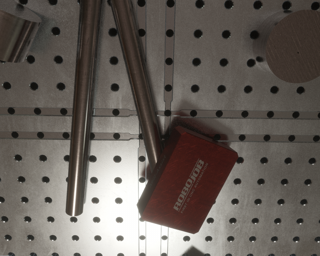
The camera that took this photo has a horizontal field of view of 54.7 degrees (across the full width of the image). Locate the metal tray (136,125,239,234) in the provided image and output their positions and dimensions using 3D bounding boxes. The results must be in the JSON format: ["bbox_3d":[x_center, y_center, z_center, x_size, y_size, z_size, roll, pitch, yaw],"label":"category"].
[{"bbox_3d":[0.036,0.072,0.418,0.091,0.030,0.129,22,100,-20],"label":"metal tray"}]

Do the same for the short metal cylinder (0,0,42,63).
[{"bbox_3d":[-0.180,-0.114,0.339,0.080,0.080,0.050,28,108,-10],"label":"short metal cylinder"}]

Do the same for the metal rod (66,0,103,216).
[{"bbox_3d":[-0.102,-0.016,0.406,0.025,0.025,0.298,9,110,-4],"label":"metal rod"}]

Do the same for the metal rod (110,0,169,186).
[{"bbox_3d":[-0.016,-0.012,0.408,0.025,0.025,0.298,-11,110,4],"label":"metal rod"}]

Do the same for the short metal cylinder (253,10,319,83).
[{"bbox_3d":[0.157,-0.097,0.366,0.081,0.050,0.079,0,110,-1],"label":"short metal cylinder"}]

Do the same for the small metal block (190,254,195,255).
[{"bbox_3d":[0.055,0.242,0.504,0.050,0.025,0.050,38,105,-13],"label":"small metal block"}]
